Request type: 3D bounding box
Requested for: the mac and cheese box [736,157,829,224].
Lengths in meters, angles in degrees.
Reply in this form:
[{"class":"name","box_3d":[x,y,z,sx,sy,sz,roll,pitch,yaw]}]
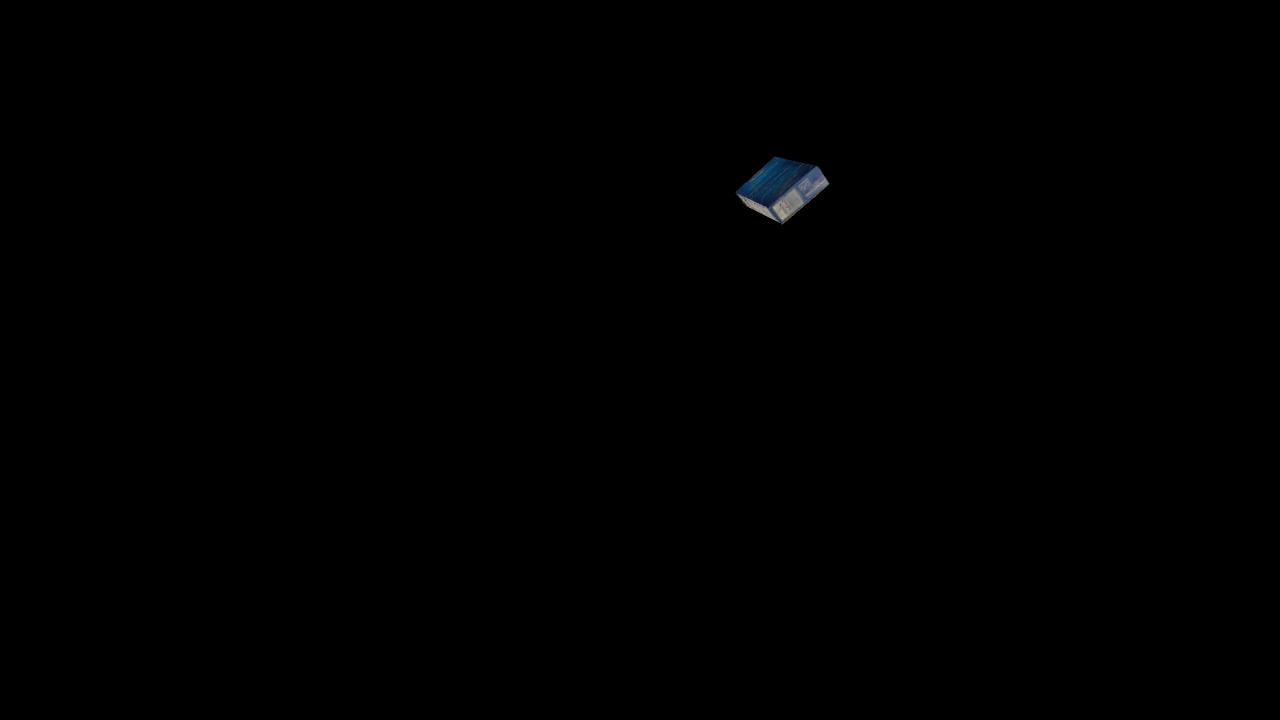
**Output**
[{"class":"mac and cheese box","box_3d":[0.223,-0.276,0.989,0.041,0.093,0.184,44,11,-21]}]
